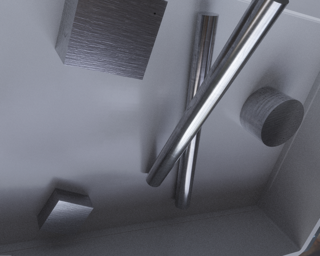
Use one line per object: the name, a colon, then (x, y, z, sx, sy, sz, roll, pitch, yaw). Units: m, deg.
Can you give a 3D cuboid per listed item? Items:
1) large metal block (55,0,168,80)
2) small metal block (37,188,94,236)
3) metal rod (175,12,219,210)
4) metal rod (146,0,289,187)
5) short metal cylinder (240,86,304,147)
large metal block: (-0.050, -0.100, 0.304, 0.081, 0.050, 0.079, 6, 115, -32)
small metal block: (-0.126, 0.112, 0.410, 0.050, 0.025, 0.050, 26, 104, -38)
metal rod: (0.046, -0.004, 0.433, 0.025, 0.025, 0.298, -10, 123, -23)
metal rod: (0.039, -0.013, 0.345, 0.025, 0.025, 0.298, -5, 145, -27)
short metal cylinder: (0.172, -0.018, 0.478, 0.081, 0.050, 0.079, -14, 125, -21)
